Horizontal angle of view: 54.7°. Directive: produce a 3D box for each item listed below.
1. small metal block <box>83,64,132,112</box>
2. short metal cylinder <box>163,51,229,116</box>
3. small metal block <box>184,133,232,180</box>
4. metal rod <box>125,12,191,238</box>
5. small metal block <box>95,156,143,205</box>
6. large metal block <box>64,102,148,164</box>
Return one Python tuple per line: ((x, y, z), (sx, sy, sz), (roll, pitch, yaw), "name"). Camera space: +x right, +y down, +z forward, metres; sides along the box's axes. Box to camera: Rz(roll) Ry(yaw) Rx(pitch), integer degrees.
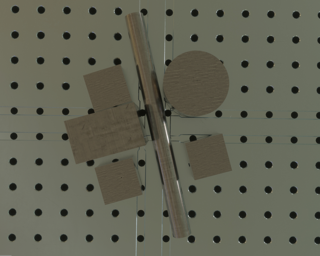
((-0.068, -0.052, 0.412), (0.050, 0.025, 0.050), (-17, 90, -1), "small metal block")
((0.044, -0.055, 0.401), (0.081, 0.050, 0.079), (0, 90, -1), "short metal cylinder")
((0.063, 0.037, 0.414), (0.050, 0.025, 0.050), (-15, 90, -1), "small metal block")
((-0.002, -0.004, 0.413), (0.025, 0.025, 0.298), (-12, 90, 0), "metal rod")
((-0.054, 0.069, 0.413), (0.050, 0.025, 0.050), (-16, 90, -1), "small metal block")
((-0.061, 0.005, 0.384), (0.080, 0.080, 0.050), (-15, 90, 0), "large metal block")
